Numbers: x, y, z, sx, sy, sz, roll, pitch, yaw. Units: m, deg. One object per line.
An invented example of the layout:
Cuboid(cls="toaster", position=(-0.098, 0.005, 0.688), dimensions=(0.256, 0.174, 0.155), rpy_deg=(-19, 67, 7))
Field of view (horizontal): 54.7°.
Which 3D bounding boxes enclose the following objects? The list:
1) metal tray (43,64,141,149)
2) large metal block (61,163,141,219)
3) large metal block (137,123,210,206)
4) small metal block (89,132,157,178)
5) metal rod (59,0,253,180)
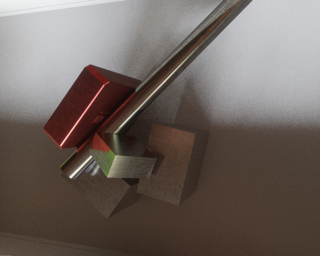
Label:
Cuboid(cls="metal tray", position=(-0.066, -0.022, 0.375), dimensions=(0.030, 0.130, 0.090), rpy_deg=(42, 104, 16))
Cuboid(cls="large metal block", position=(-0.064, 0.062, 0.403), dimensions=(0.080, 0.080, 0.050), rpy_deg=(38, 102, 15))
Cuboid(cls="large metal block", position=(0.019, 0.039, 0.373), dimensions=(0.050, 0.080, 0.079), rpy_deg=(14, 95, 19))
Cuboid(cls="small metal block", position=(-0.040, 0.029, 0.330), dimensions=(0.050, 0.050, 0.025), rpy_deg=(40, 114, 47))
Cuboid(cls="metal rod", position=(0.000, -0.057, 0.360), dimensions=(0.025, 0.025, 0.300), rpy_deg=(43, 86, 14))
